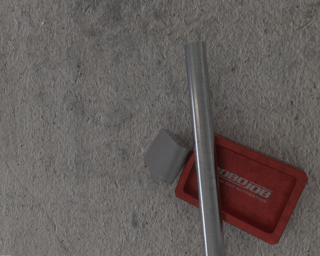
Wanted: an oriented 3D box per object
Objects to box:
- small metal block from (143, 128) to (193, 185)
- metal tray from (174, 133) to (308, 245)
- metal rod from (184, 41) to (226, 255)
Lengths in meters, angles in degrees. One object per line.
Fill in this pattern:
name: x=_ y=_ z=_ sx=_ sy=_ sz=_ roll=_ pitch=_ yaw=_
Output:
small metal block: x=0.009 y=0.035 z=0.391 sx=0.050 sy=0.025 sz=0.050 roll=-59 pitch=30 yaw=11
metal tray: x=0.094 y=0.067 z=0.373 sx=0.130 sy=0.030 sz=0.089 roll=24 pitch=98 yaw=18
metal rod: x=0.054 y=0.051 z=0.357 sx=0.025 sy=0.025 sz=0.298 roll=-6 pitch=88 yaw=20
